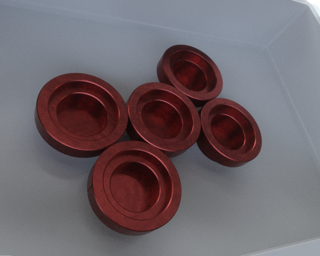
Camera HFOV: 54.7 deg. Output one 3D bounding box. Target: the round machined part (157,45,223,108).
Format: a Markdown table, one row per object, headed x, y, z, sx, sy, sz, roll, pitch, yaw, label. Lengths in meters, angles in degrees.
| x | y | z | sx | sy | sz | roll | pitch | yaw | label |
| --- | --- | --- | --- | --- | --- | --- | --- | --- | --- |
| 0.040 | -0.071 | 0.456 | 0.099 | 0.042 | 0.098 | 14 | 56 | -21 | round machined part |

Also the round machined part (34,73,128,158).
| x | y | z | sx | sy | sz | roll | pitch | yaw | label |
| --- | --- | --- | --- | --- | --- | --- | --- | --- | --- |
| -0.089 | -0.011 | 0.350 | 0.099 | 0.042 | 0.098 | 14 | 56 | -21 | round machined part |

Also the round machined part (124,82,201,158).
| x | y | z | sx | sy | sz | roll | pitch | yaw | label |
| --- | --- | --- | --- | --- | --- | --- | --- | --- | --- |
| -0.001 | -0.006 | 0.394 | 0.099 | 0.042 | 0.098 | 14 | 56 | -21 | round machined part |

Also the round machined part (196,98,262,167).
| x | y | z | sx | sy | sz | roll | pitch | yaw | label |
| --- | --- | --- | --- | --- | --- | --- | --- | --- | --- |
| 0.089 | 0.010 | 0.433 | 0.099 | 0.042 | 0.098 | 14 | 56 | -21 | round machined part |

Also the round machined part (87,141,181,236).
| x | y | z | sx | sy | sz | roll | pitch | yaw | label |
| --- | --- | --- | --- | --- | --- | --- | --- | --- | --- |
| -0.030 | 0.066 | 0.334 | 0.099 | 0.042 | 0.098 | 14 | 56 | -21 | round machined part |
